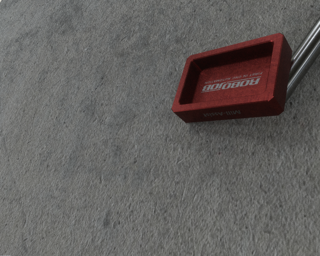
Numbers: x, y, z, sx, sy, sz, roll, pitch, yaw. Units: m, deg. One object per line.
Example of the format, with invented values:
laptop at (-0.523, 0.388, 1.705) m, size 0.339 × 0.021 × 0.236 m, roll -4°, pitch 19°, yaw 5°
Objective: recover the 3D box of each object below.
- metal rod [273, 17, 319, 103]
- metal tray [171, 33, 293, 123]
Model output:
metal rod at (0.216, -0.143, 0.378) m, size 0.025 × 0.025 × 0.300 m, roll 30°, pitch 78°, yaw 37°
metal tray at (0.083, -0.056, 0.371) m, size 0.130 × 0.030 × 0.090 m, roll -4°, pitch 59°, yaw 41°
